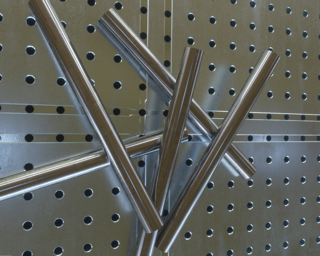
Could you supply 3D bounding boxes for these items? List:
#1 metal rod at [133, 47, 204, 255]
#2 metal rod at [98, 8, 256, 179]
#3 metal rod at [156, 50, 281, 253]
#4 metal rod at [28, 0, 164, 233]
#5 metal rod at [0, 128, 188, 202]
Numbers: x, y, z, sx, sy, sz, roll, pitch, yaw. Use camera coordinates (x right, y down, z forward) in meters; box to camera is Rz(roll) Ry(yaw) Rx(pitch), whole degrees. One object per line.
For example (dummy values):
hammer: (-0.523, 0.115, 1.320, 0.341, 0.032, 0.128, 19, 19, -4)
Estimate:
metal rod: (0.007, 0.048, 0.393, 0.025, 0.025, 0.298, 12, 94, -20)
metal rod: (0.032, -0.037, 0.425, 0.300, 0.025, 0.025, 46, 76, -15)
metal rod: (0.076, 0.030, 0.417, 0.025, 0.025, 0.299, 31, 89, -18)
metal rod: (-0.074, -0.014, 0.365, 0.025, 0.025, 0.299, -27, 92, -18)
metal rod: (-0.104, 0.047, 0.374, 0.302, 0.025, 0.025, -16, 96, -20)
